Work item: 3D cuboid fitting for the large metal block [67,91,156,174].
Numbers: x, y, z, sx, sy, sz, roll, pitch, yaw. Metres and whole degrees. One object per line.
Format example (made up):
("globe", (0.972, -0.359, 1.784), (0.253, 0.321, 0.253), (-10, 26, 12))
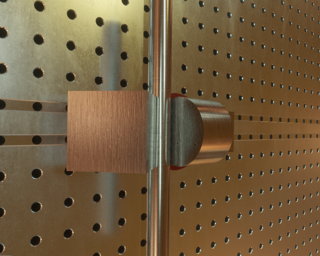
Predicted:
("large metal block", (-0.049, 0.004, 0.327), (0.050, 0.080, 0.079), (4, 87, -81))

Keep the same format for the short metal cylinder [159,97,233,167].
("short metal cylinder", (0.039, 0.004, 0.369), (0.050, 0.080, 0.079), (1, 90, -40))

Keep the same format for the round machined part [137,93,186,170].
("round machined part", (0.008, 0.004, 0.405), (0.099, 0.042, 0.097), (0, 90, -40))

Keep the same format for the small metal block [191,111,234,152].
("small metal block", (0.066, 0.004, 0.396), (0.025, 0.050, 0.050), (2, 89, -40))

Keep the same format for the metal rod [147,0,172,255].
("metal rod", (0.000, -0.003, 0.357), (0.025, 0.025, 0.298), (1, 89, -40))
